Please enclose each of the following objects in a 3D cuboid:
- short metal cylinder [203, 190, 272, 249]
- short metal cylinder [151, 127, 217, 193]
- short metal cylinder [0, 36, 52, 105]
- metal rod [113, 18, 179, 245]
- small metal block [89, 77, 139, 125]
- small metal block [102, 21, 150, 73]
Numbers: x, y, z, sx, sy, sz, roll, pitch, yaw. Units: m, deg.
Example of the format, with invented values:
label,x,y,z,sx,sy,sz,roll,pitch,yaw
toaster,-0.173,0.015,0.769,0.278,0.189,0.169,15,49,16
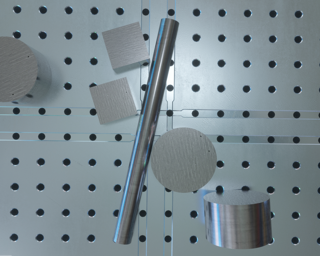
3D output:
label,x,y,z,sx,sy,sz,roll,pitch,yaw
short metal cylinder,0.096,0.111,0.387,0.080,0.080,0.050,-3,90,0
short metal cylinder,0.029,0.039,0.401,0.081,0.050,0.080,0,90,0
short metal cylinder,-0.188,-0.071,0.399,0.081,0.050,0.080,0,90,0
metal rod,-0.019,0.004,0.413,0.025,0.025,0.298,12,90,0
small metal block,-0.060,-0.035,0.413,0.050,0.025,0.050,-17,90,0
small metal block,-0.044,-0.107,0.413,0.050,0.025,0.050,-17,90,0
